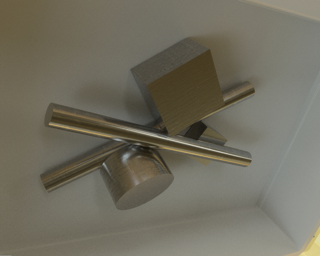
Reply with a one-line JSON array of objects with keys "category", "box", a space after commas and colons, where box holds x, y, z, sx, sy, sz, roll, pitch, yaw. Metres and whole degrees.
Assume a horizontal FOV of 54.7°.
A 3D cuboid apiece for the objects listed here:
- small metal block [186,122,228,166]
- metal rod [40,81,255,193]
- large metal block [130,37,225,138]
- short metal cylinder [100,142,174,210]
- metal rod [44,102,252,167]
[{"category": "small metal block", "box": [0.063, 0.022, 0.454, 0.050, 0.025, 0.050, 30, 102, -38]}, {"category": "metal rod", "box": [-0.005, 0.005, 0.408, 0.302, 0.025, 0.025, -25, 128, -14]}, {"category": "large metal block", "box": [0.023, -0.049, 0.374, 0.080, 0.050, 0.080, -31, 129, -8]}, {"category": "short metal cylinder", "box": [-0.029, 0.061, 0.396, 0.081, 0.050, 0.080, -25, 152, -14]}, {"category": "metal rod", "box": [0.011, 0.017, 0.392, 0.302, 0.025, 0.025, 14, 111, -34]}]
